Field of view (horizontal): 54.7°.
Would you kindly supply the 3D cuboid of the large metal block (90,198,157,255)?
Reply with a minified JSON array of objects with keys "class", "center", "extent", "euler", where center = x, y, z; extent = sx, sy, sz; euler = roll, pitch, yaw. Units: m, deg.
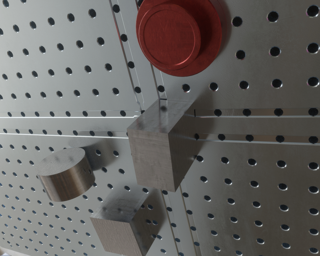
[{"class":"large metal block","center":[-0.062,0.171,0.534],"extent":[0.080,0.050,0.080],"euler":[-2,118,29]}]

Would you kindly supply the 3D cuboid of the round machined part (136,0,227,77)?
[{"class":"round machined part","center":[0.017,-0.100,0.329],"extent":[0.098,0.042,0.097],"euler":[13,124,21]}]

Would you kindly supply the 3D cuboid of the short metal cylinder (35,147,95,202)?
[{"class":"short metal cylinder","center":[-0.152,0.074,0.501],"extent":[0.080,0.080,0.050],"euler":[-1,118,28]}]

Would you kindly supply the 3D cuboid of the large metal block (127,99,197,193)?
[{"class":"large metal block","center":[0.007,0.019,0.384],"extent":[0.050,0.080,0.079],"euler":[7,122,25]}]
